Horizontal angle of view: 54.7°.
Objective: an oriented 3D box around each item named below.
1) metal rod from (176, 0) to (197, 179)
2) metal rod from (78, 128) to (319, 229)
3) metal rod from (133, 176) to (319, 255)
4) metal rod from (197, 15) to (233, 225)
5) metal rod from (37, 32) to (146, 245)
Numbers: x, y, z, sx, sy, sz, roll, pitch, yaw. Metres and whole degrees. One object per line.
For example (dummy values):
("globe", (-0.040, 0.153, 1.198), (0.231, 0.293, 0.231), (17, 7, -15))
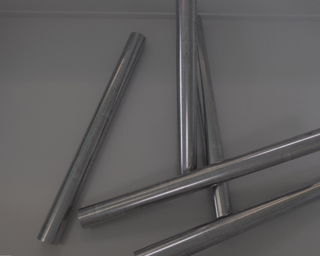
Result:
("metal rod", (0.032, -0.087, 0.375), (0.025, 0.025, 0.298), (-1, 96, 0))
("metal rod", (0.050, 0.059, 0.363), (0.301, 0.025, 0.025), (-19, 71, 2))
("metal rod", (0.117, 0.096, 0.354), (0.302, 0.025, 0.025), (-17, 71, -15))
("metal rod", (0.063, -0.024, 0.418), (0.025, 0.025, 0.299), (-5, 70, -2))
("metal rod", (-0.082, -0.001, 0.409), (0.025, 0.025, 0.300), (18, 71, 6))
